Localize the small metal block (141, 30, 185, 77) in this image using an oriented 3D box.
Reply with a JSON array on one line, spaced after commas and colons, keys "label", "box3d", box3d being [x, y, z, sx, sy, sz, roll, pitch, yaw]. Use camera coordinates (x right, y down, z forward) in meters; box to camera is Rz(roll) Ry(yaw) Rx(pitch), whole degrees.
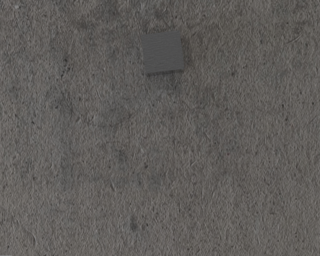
[{"label": "small metal block", "box3d": [0.003, -0.098, 0.410, 0.050, 0.025, 0.050, -7, 90, 0]}]
